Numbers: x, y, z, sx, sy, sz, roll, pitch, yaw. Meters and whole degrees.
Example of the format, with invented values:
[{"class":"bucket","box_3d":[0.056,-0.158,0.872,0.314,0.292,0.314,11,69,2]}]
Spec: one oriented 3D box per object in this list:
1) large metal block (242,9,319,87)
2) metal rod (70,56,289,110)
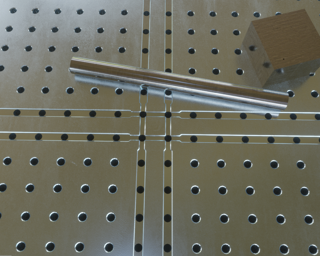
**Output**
[{"class":"large metal block","box_3d":[0.176,-0.114,0.442,0.081,0.050,0.080,-15,71,-6]},{"class":"metal rod","box_3d":[0.024,-0.063,0.435,0.302,0.025,0.025,10,70,3]}]
